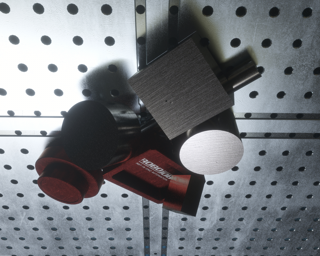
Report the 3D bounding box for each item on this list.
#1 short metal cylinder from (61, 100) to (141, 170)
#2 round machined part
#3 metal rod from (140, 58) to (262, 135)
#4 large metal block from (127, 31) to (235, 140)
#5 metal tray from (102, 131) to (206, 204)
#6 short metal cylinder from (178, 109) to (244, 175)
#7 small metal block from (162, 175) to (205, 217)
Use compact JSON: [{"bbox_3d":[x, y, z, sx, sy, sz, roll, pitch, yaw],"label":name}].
[{"bbox_3d":[-0.070,0.007,0.373,0.080,0.050,0.079,2,94,25],"label":"short metal cylinder"},{"bbox_3d":[-0.134,0.074,0.445,0.098,0.042,0.097,11,137,11],"label":"round machined part"},{"bbox_3d":[-0.009,-0.001,0.413,0.300,0.025,0.025,-30,124,23],"label":"metal rod"},{"bbox_3d":[0.025,-0.046,0.341,0.080,0.050,0.080,-30,105,23],"label":"large metal block"},{"bbox_3d":[-0.006,0.062,0.442,0.090,0.030,0.130,-30,137,23],"label":"metal tray"},{"bbox_3d":[0.065,0.017,0.409,0.081,0.050,0.079,0,130,0],"label":"short metal cylinder"},{"bbox_3d":[0.033,0.094,0.437,0.025,0.050,0.050,27,160,-23],"label":"small metal block"}]
